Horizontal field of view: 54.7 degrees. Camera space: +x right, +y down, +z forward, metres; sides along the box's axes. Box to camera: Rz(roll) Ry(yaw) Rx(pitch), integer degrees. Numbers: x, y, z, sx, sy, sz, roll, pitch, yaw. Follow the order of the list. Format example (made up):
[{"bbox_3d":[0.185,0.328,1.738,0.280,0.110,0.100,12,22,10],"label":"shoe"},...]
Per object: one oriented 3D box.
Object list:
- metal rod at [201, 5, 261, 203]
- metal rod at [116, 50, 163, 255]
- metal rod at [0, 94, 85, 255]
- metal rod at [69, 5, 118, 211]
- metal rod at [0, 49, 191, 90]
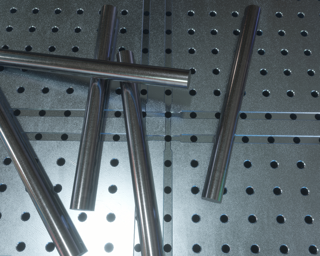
[{"bbox_3d":[0.103,-0.047,0.429,0.025,0.025,0.299,15,70,5],"label":"metal rod"},{"bbox_3d":[-0.028,0.033,0.399,0.025,0.025,0.299,-8,70,-3],"label":"metal rod"},{"bbox_3d":[-0.180,0.032,0.397,0.025,0.025,0.299,-32,73,-11],"label":"metal rod"},{"bbox_3d":[-0.087,-0.041,0.425,0.025,0.025,0.299,4,70,1],"label":"metal rod"},{"bbox_3d":[-0.109,-0.082,0.416,0.301,0.025,0.025,9,70,12],"label":"metal rod"}]
